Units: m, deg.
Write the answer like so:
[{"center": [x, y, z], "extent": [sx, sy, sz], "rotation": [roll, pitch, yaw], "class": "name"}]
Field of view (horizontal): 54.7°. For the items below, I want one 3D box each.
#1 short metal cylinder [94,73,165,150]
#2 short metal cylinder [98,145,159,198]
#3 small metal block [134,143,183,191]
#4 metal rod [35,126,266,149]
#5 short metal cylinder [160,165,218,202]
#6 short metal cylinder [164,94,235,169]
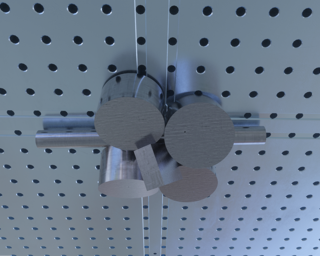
[{"center": [-0.035, -0.019, 0.374], "extent": [0.081, 0.050, 0.079], "rotation": [0, 130, 0], "class": "short metal cylinder"}, {"center": [-0.042, 0.061, 0.426], "extent": [0.081, 0.050, 0.080], "rotation": [-1, 150, 0], "class": "short metal cylinder"}, {"center": [-0.001, 0.046, 0.383], "extent": [0.025, 0.050, 0.050], "rotation": [-25, 168, 26], "class": "small metal block"}, {"center": [-0.012, 0.012, 0.417], "extent": [0.302, 0.025, 0.025], "rotation": [-1, 130, 0], "class": "metal rod"}, {"center": [0.039, 0.062, 0.443], "extent": [0.081, 0.050, 0.079], "rotation": [0, 130, 0], "class": "short metal cylinder"}, {"center": [0.045, 0.002, 0.376], "extent": [0.081, 0.050, 0.079], "rotation": [0, 107, 0], "class": "short metal cylinder"}]
